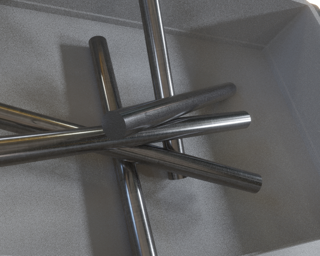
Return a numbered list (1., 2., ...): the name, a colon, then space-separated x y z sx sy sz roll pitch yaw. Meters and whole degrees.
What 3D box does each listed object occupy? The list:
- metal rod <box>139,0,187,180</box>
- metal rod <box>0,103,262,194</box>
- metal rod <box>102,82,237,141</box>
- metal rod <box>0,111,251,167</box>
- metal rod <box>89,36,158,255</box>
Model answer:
1. metal rod: -0.002 -0.086 0.379 0.025 0.025 0.298 -10 92 -33
2. metal rod: -0.020 0.028 0.343 0.302 0.025 0.025 16 55 -16
3. metal rod: 0.038 -0.032 0.379 0.025 0.025 0.302 53 31 9
4. metal rod: -0.009 0.004 0.334 0.303 0.025 0.025 -7 65 -36
5. metal rod: -0.049 0.012 0.371 0.025 0.025 0.299 -2 63 -29
